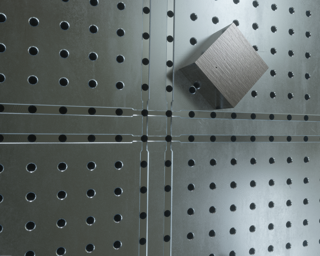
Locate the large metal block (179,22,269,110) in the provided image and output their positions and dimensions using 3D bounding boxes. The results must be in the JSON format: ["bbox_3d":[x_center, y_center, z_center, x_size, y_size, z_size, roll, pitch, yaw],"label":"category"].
[{"bbox_3d":[0.089,-0.083,0.431,0.080,0.050,0.080,46,76,-14],"label":"large metal block"}]
